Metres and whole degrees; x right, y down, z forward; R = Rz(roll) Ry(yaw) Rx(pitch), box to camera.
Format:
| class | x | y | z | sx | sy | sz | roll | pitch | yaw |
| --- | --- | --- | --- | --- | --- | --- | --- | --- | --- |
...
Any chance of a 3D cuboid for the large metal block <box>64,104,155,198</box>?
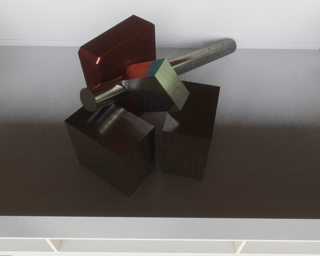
| class | x | y | z | sx | sy | sz | roll | pitch | yaw |
| --- | --- | --- | --- | --- | --- | --- | --- | --- | --- |
| large metal block | -0.053 | 0.021 | 0.351 | 0.080 | 0.080 | 0.050 | 29 | 56 | 22 |

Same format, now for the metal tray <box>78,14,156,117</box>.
| class | x | y | z | sx | sy | sz | roll | pitch | yaw |
| --- | --- | --- | --- | --- | --- | --- | --- | --- | --- |
| metal tray | -0.045 | -0.061 | 0.385 | 0.030 | 0.129 | 0.090 | 33 | 58 | 25 |

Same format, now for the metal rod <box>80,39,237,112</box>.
| class | x | y | z | sx | sy | sz | roll | pitch | yaw |
| --- | --- | --- | --- | --- | --- | --- | --- | --- | --- |
| metal rod | 0.022 | -0.083 | 0.415 | 0.025 | 0.025 | 0.302 | 34 | 41 | 25 |

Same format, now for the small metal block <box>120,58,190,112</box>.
| class | x | y | z | sx | sy | sz | roll | pitch | yaw |
| --- | --- | --- | --- | --- | --- | --- | --- | --- | --- |
| small metal block | -0.005 | -0.043 | 0.327 | 0.050 | 0.050 | 0.025 | 0 | 51 | 42 |

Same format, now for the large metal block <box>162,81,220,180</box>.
| class | x | y | z | sx | sy | sz | roll | pitch | yaw |
| --- | --- | --- | --- | --- | --- | --- | --- | --- | --- |
| large metal block | 0.036 | 0.003 | 0.367 | 0.050 | 0.080 | 0.080 | 10 | 51 | 8 |
